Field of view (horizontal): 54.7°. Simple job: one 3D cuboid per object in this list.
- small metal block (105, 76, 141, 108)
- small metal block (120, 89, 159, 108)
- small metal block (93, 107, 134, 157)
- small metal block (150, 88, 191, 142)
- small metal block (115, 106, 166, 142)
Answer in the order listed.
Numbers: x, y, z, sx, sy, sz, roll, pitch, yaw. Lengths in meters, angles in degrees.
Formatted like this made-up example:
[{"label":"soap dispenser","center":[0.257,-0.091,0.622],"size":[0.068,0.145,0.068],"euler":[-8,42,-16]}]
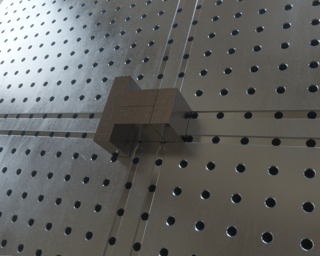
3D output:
[{"label":"small metal block","center":[-0.047,-0.038,0.438],"size":[0.025,0.050,0.050],"euler":[0,62,28]},{"label":"small metal block","center":[-0.016,-0.027,0.415],"size":[0.050,0.050,0.025],"euler":[0,62,28]},{"label":"small metal block","center":[-0.058,0.006,0.416],"size":[0.025,0.050,0.050],"euler":[0,62,28]},{"label":"small metal block","center":[0.015,-0.016,0.392],"size":[0.025,0.050,0.050],"euler":[0,62,28]},{"label":"small metal block","center":[-0.022,-0.005,0.404],"size":[0.050,0.050,0.025],"euler":[0,62,28]}]
